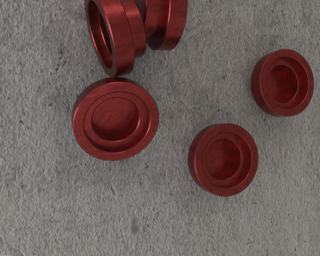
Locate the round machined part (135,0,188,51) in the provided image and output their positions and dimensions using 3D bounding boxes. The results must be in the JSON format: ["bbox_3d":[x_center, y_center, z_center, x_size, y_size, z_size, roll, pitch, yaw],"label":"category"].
[{"bbox_3d":[-0.007,-0.142,0.368,0.042,0.098,0.097,-4,91,-20],"label":"round machined part"}]

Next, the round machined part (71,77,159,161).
[{"bbox_3d":[-0.054,-0.014,0.367,0.099,0.042,0.097,-9,117,-18],"label":"round machined part"}]

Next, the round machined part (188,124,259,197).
[{"bbox_3d":[0.083,0.043,0.431,0.099,0.042,0.097,0,90,-20],"label":"round machined part"}]

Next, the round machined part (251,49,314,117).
[{"bbox_3d":[0.177,-0.065,0.465,0.099,0.042,0.097,0,90,-20],"label":"round machined part"}]

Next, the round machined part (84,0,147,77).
[{"bbox_3d":[-0.048,-0.110,0.352,0.042,0.098,0.097,-20,97,-19],"label":"round machined part"}]
